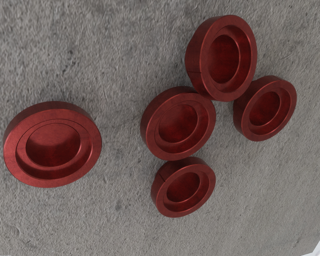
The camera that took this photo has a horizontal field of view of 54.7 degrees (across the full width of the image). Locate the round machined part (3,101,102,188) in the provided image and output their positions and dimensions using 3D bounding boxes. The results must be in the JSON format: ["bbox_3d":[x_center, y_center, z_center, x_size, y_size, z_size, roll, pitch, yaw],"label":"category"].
[{"bbox_3d":[-0.117,0.014,0.340,0.099,0.042,0.097,-14,124,-21],"label":"round machined part"}]

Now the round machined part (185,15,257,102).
[{"bbox_3d":[0.068,-0.082,0.369,0.099,0.042,0.097,-10,107,-36],"label":"round machined part"}]

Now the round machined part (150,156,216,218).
[{"bbox_3d":[0.031,0.083,0.464,0.099,0.042,0.097,-14,124,-21],"label":"round machined part"}]

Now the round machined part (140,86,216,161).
[{"bbox_3d":[0.020,-0.009,0.400,0.099,0.042,0.097,-14,124,-21],"label":"round machined part"}]

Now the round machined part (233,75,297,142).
[{"bbox_3d":[0.148,-0.032,0.456,0.099,0.042,0.097,-14,124,-21],"label":"round machined part"}]
